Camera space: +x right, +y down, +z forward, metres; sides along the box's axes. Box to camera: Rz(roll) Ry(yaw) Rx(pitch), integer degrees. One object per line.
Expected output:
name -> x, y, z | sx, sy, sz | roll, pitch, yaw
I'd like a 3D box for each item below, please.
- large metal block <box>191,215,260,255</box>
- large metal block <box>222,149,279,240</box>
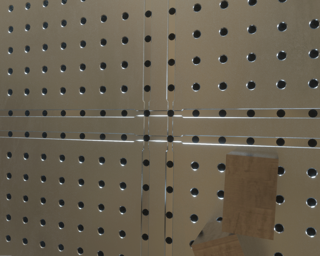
large metal block -> 0.083, 0.153, 0.354 | 0.050, 0.080, 0.080 | -22, 83, 19
large metal block -> 0.103, 0.068, 0.347 | 0.050, 0.080, 0.080 | 4, 91, 20
